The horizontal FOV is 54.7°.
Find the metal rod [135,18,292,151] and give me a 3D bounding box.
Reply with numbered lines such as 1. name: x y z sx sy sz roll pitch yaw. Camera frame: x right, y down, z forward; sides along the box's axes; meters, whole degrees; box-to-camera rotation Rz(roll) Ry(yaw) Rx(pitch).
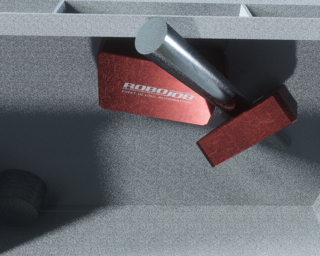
1. metal rod: 0.081 -0.019 0.310 0.025 0.025 0.301 -33 148 24

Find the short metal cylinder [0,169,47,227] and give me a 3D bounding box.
1. short metal cylinder: -0.225 0.110 0.483 0.081 0.050 0.079 0 130 0

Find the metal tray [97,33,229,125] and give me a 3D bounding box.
1. metal tray: 0.000 -0.049 0.343 0.131 0.030 0.089 9 145 -3

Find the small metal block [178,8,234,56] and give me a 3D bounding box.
1. small metal block: 0.043 -0.093 0.331 0.050 0.025 0.050 12 129 -11

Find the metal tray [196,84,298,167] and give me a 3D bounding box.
1. metal tray: 0.101 -0.007 0.340 0.090 0.131 0.030 -35 85 26
